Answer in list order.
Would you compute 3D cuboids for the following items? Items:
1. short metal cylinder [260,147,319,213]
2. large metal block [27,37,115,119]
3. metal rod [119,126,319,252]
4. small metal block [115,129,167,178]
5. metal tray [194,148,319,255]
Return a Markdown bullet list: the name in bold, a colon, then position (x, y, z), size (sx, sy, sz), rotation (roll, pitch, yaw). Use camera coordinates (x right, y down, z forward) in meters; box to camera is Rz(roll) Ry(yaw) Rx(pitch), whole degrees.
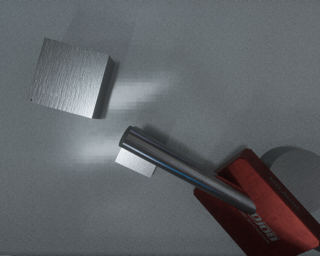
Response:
- **short metal cylinder**: position (0.170, 0.066, 0.401), size (0.081, 0.050, 0.079), rotation (0, 90, -1)
- **large metal block**: position (-0.111, -0.061, 0.397), size (0.080, 0.050, 0.080), rotation (15, 90, -1)
- **metal rod**: position (0.089, 0.080, 0.367), size (0.301, 0.025, 0.025), rotation (30, 90, -16)
- **small metal block**: position (-0.025, 0.031, 0.411), size (0.050, 0.025, 0.050), rotation (25, 90, -1)
- **metal tray**: position (0.116, 0.101, 0.381), size (0.130, 0.030, 0.090), rotation (49, 124, 5)
